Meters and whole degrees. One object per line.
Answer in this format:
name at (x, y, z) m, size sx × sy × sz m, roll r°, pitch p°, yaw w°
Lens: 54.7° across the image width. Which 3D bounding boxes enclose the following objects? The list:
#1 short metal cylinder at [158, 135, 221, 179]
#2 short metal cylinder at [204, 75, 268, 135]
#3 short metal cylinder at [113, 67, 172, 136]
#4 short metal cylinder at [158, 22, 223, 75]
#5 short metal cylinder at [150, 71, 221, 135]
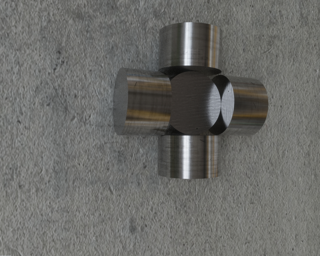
short metal cylinder at (0.037, 0.034, 0.396) m, size 0.081 × 0.080 × 0.050 m, roll 0°, pitch 90°, yaw -20°
short metal cylinder at (0.099, -0.030, 0.419) m, size 0.050 × 0.080 × 0.079 m, roll 2°, pitch 90°, yaw -20°
short metal cylinder at (-0.024, -0.030, 0.373) m, size 0.050 × 0.080 × 0.079 m, roll 2°, pitch 90°, yaw -20°
short metal cylinder at (0.038, -0.097, 0.395) m, size 0.081 × 0.080 × 0.050 m, roll 2°, pitch 90°, yaw -20°
short metal cylinder at (0.032, -0.031, 0.410) m, size 0.081 × 0.050 × 0.079 m, roll 0°, pitch 90°, yaw -21°
